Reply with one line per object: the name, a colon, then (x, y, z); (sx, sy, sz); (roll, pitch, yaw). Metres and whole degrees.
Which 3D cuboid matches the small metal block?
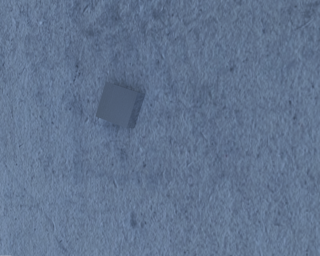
small metal block: (-0.055, -0.031, 0.427); (0.050, 0.025, 0.050); (20, 97, 18)
